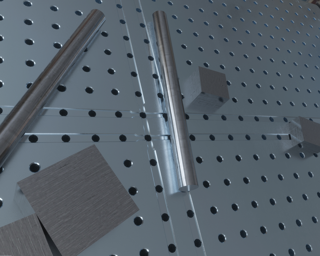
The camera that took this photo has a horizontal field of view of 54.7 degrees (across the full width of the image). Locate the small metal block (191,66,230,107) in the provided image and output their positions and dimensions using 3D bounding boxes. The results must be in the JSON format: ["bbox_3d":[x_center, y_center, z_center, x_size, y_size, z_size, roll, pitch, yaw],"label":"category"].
[{"bbox_3d":[0.079,-0.065,0.490,0.050,0.025,0.050,11,57,-22],"label":"small metal block"}]

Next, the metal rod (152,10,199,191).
[{"bbox_3d":[0.017,-0.057,0.451,0.025,0.025,0.299,6,59,-25],"label":"metal rod"}]

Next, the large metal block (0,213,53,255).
[{"bbox_3d":[-0.127,0.127,0.246,0.081,0.050,0.080,-18,72,-35],"label":"large metal block"}]

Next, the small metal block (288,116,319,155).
[{"bbox_3d":[0.255,0.013,0.537,0.050,0.025,0.050,18,55,-18],"label":"small metal block"}]

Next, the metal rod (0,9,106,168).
[{"bbox_3d":[-0.134,-0.052,0.367,0.025,0.025,0.300,29,52,-10],"label":"metal rod"}]

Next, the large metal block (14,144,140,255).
[{"bbox_3d":[-0.082,0.075,0.302,0.081,0.050,0.080,-29,78,-38],"label":"large metal block"}]
